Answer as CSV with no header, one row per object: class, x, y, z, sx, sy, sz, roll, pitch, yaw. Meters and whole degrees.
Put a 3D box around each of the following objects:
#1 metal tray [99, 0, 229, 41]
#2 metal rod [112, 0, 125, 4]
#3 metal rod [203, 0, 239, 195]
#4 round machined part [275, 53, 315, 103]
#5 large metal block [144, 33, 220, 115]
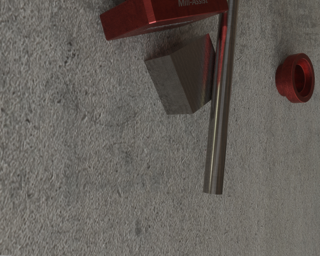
metal tray,0.007,-0.137,0.369,0.131,0.090,0.030,-24,106,-38
metal rod,0.034,-0.257,0.434,0.301,0.025,0.025,-50,120,-28
metal rod,0.083,-0.064,0.411,0.025,0.025,0.298,10,84,-40
round machined part,0.268,-0.099,0.622,0.099,0.042,0.097,0,90,-40
large metal block,0.037,-0.072,0.422,0.080,0.050,0.080,-37,113,-34
